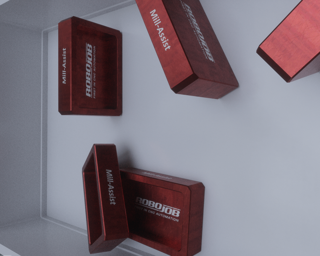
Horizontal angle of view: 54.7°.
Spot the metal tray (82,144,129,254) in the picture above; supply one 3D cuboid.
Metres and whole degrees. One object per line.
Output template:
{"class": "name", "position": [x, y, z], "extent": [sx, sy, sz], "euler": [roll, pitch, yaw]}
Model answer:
{"class": "metal tray", "position": [-0.080, 0.098, 0.431], "extent": [0.089, 0.030, 0.130], "euler": [127, 137, -50]}

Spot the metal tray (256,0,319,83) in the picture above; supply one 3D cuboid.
{"class": "metal tray", "position": [0.131, -0.080, 0.224], "extent": [0.030, 0.131, 0.090], "euler": [51, 124, 14]}

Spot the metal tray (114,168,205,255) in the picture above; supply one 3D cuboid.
{"class": "metal tray", "position": [-0.007, 0.107, 0.409], "extent": [0.130, 0.030, 0.089], "euler": [5, 93, 39]}

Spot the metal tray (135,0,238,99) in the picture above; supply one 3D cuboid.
{"class": "metal tray", "position": [0.029, -0.097, 0.340], "extent": [0.030, 0.091, 0.130], "euler": [-32, 70, 35]}

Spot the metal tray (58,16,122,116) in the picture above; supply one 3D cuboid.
{"class": "metal tray", "position": [-0.098, -0.082, 0.445], "extent": [0.030, 0.091, 0.129], "euler": [0, 90, 40]}
